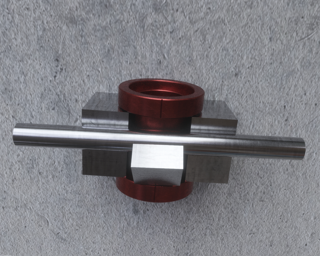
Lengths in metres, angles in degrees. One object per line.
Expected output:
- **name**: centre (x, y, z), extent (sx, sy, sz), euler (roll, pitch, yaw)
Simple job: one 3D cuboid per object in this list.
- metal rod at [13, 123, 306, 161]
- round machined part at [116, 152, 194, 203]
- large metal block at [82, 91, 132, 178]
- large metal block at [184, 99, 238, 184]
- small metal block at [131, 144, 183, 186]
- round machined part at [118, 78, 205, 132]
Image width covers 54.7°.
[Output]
- **metal rod**: centre (0.001, 0.015, 0.331), extent (0.302, 0.025, 0.025), euler (3, 110, -2)
- **round machined part**: centre (-0.005, 0.051, 0.391), extent (0.099, 0.098, 0.042), euler (4, 105, -2)
- **large metal block**: centre (-0.062, 0.005, 0.383), extent (0.050, 0.080, 0.079), euler (4, 110, -2)
- **large metal block**: centre (0.057, 0.013, 0.387), extent (0.050, 0.080, 0.079), euler (4, 110, -1)
- **small metal block**: centre (-0.002, 0.040, 0.326), extent (0.050, 0.025, 0.050), euler (2, 151, 1)
- **round machined part**: centre (0.001, -0.027, 0.362), extent (0.099, 0.098, 0.042), euler (4, 111, -2)
